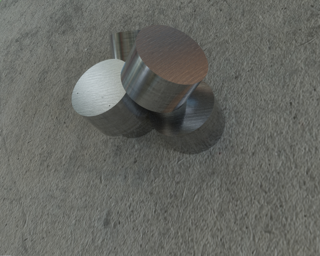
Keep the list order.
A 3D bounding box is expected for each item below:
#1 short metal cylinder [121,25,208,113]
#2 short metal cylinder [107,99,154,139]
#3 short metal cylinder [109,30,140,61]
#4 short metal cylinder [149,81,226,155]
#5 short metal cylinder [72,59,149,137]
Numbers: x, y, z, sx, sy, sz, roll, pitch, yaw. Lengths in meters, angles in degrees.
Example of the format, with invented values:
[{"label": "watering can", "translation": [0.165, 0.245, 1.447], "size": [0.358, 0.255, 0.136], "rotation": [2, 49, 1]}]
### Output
[{"label": "short metal cylinder", "translation": [0.004, -0.063, 0.332], "size": [0.050, 0.081, 0.080], "rotation": [127, 147, -50]}, {"label": "short metal cylinder", "translation": [-0.041, -0.032, 0.429], "size": [0.080, 0.050, 0.080], "rotation": [-13, 56, 20]}, {"label": "short metal cylinder", "translation": [-0.029, -0.108, 0.442], "size": [0.080, 0.080, 0.050], "rotation": [0, 101, 28]}, {"label": "short metal cylinder", "translation": [0.034, -0.014, 0.378], "size": [0.080, 0.050, 0.080], "rotation": [-13, 56, 20]}, {"label": "short metal cylinder", "translation": [-0.058, -0.036, 0.375], "size": [0.080, 0.050, 0.080], "rotation": [-13, 56, 20]}]
